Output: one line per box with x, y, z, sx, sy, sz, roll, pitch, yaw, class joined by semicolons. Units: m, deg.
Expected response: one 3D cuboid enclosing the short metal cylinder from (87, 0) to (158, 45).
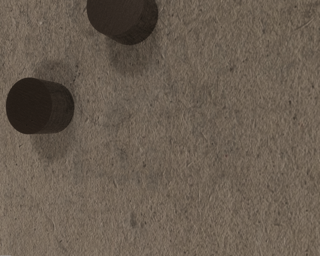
-0.049;-0.156;0.412;0.080;0.050;0.079;0;90;19;short metal cylinder

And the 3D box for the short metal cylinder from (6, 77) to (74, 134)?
-0.176;-0.031;0.456;0.080;0.050;0.079;0;90;19;short metal cylinder
